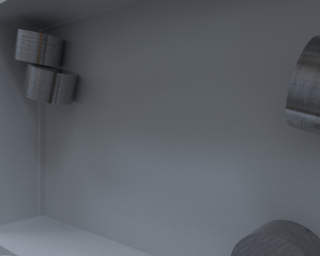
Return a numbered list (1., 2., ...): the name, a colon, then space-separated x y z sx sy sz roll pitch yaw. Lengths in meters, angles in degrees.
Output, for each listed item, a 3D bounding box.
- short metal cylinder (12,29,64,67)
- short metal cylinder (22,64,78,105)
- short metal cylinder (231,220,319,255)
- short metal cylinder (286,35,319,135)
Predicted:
1. short metal cylinder: -0.214 -0.139 0.544 0.080 0.081 0.050 18 101 38
2. short metal cylinder: -0.183 -0.074 0.519 0.080 0.081 0.050 23 105 37
3. short metal cylinder: 0.115 0.134 0.295 0.080 0.050 0.079 0 90 39
4. short metal cylinder: 0.145 -0.031 0.251 0.050 0.081 0.079 22 104 37
